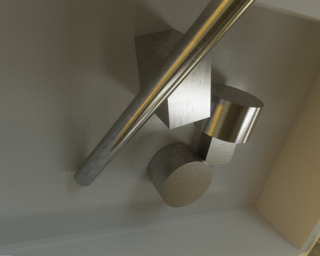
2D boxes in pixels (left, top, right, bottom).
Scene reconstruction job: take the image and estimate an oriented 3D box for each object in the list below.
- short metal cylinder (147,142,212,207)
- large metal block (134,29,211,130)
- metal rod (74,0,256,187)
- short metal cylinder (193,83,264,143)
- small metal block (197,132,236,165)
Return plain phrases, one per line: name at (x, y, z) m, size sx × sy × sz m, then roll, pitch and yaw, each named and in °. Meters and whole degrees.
short metal cylinder at (0.028, 0.068, 0.452) m, size 0.081 × 0.050 × 0.079 m, roll -14°, pitch 125°, yaw -21°
large metal block at (0.013, -0.057, 0.346) m, size 0.050 × 0.080 × 0.079 m, roll -18°, pitch 126°, yaw -19°
metal rod at (-0.017, -0.021, 0.307) m, size 0.025 × 0.025 × 0.298 m, roll 12°, pitch 138°, yaw -34°
short metal cylinder at (0.089, -0.022, 0.410) m, size 0.081 × 0.080 × 0.050 m, roll 2°, pitch 118°, yaw -30°
small metal block at (0.088, 0.028, 0.477) m, size 0.050 × 0.025 × 0.050 m, roll -3°, pitch 120°, yaw -28°
